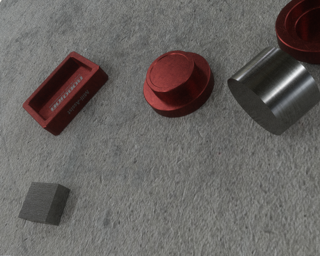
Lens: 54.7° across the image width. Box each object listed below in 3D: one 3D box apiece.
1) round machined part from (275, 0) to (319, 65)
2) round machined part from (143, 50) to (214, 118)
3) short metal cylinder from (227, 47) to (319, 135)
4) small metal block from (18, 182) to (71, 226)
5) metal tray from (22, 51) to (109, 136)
[{"bbox_3d":[0.190,-0.114,0.363,0.098,0.042,0.098,-13,56,20],"label":"round machined part"},{"bbox_3d":[0.020,-0.066,0.422,0.098,0.042,0.098,-13,56,20],"label":"round machined part"},{"bbox_3d":[0.118,-0.038,0.330,0.050,0.080,0.080,-41,51,0],"label":"short metal cylinder"},{"bbox_3d":[-0.157,0.102,0.421,0.050,0.025,0.050,-1,61,27],"label":"small metal block"},{"bbox_3d":[-0.159,-0.061,0.518,0.090,0.030,0.130,34,80,38],"label":"metal tray"}]
